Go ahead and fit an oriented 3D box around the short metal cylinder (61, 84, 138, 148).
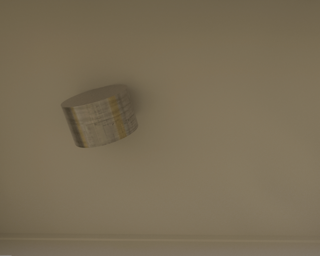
[{"bbox_3d":[-0.072,-0.016,0.375,0.080,0.080,0.050,-13,110,4],"label":"short metal cylinder"}]
